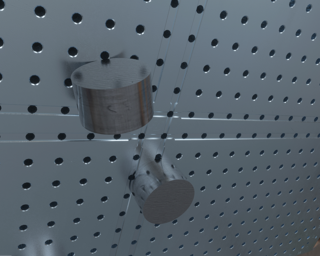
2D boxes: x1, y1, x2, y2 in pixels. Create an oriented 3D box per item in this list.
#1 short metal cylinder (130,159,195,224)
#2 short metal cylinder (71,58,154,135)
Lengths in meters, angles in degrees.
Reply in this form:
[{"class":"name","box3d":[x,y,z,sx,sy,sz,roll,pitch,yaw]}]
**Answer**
[{"class":"short metal cylinder","box3d":[0.003,0.093,0.454,0.081,0.050,0.079,-14,124,-21]},{"class":"short metal cylinder","box3d":[-0.048,-0.036,0.327,0.081,0.080,0.050,-16,125,-19]}]
